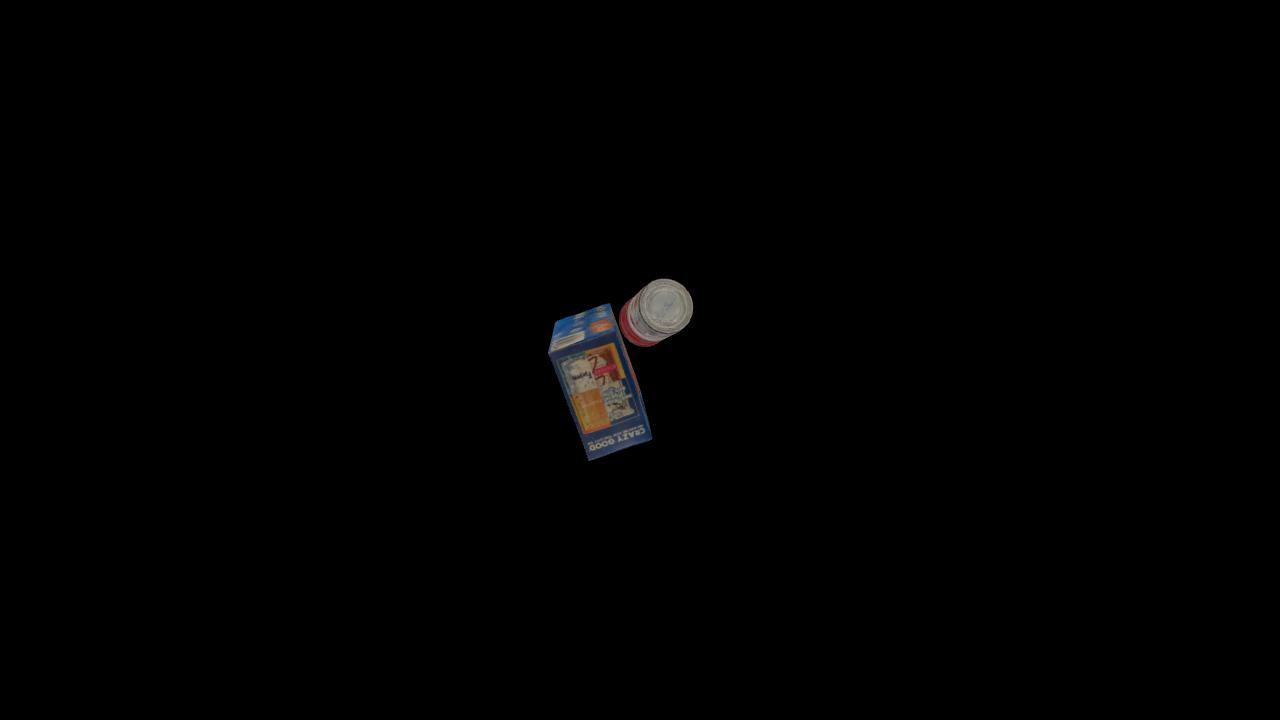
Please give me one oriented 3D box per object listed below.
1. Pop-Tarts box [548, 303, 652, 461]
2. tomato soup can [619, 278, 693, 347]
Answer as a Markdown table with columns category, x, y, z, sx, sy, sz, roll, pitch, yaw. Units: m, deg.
| category | x | y | z | sx | sy | sz | roll | pitch | yaw |
| --- | --- | --- | --- | --- | --- | --- | --- | --- | --- |
| Pop-Tarts box | -0.049 | 0.020 | 0.768 | 0.083 | 0.141 | 0.167 | -18 | 16 | 1 |
| tomato soup can | 0.018 | -0.056 | 0.748 | 0.068 | 0.068 | 0.101 | 0 | -7 | -14 |
